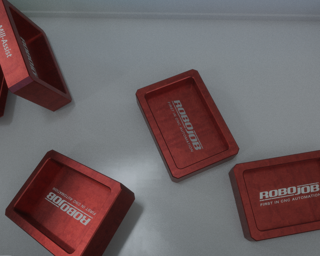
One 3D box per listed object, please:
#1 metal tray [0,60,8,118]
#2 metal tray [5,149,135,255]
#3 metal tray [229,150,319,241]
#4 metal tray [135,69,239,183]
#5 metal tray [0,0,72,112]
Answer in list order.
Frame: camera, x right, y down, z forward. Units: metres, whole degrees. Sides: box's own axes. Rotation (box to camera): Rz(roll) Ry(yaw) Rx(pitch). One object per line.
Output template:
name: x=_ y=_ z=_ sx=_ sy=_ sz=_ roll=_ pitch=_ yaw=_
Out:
metal tray: x=-0.245 y=-0.081 z=0.403 sx=0.030 sy=0.090 sz=0.130 roll=-16 pitch=65 yaw=37
metal tray: x=-0.102 y=0.085 z=0.344 sx=0.130 sy=0.030 sz=0.090 roll=17 pitch=67 yaw=35
metal tray: x=0.160 y=0.081 z=0.378 sx=0.131 sy=0.030 sz=0.090 roll=-9 pitch=70 yaw=-4
metal tray: x=0.033 y=-0.005 z=0.408 sx=0.091 sy=0.030 sz=0.130 roll=-22 pitch=72 yaw=-8
metal tray: x=-0.170 y=-0.093 z=0.405 sx=0.030 sy=0.090 sz=0.130 roll=-29 pitch=72 yaw=7
